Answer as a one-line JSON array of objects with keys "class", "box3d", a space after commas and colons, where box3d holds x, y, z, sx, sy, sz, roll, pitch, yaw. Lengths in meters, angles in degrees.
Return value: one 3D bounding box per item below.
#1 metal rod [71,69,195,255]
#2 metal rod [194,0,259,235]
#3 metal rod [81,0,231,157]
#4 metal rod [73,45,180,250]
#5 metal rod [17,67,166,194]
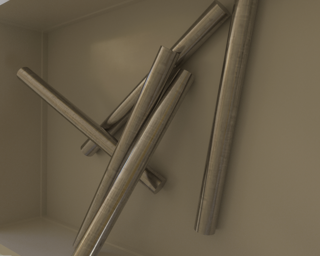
[{"class": "metal rod", "box3d": [-0.040, 0.063, 0.359, 0.025, 0.025, 0.299, 22, 78, 38]}, {"class": "metal rod", "box3d": [0.075, -0.026, 0.344, 0.025, 0.025, 0.298, 15, 99, 39]}, {"class": "metal rod", "box3d": [-0.024, -0.050, 0.426, 0.299, 0.025, 0.025, -42, 65, 31]}, {"class": "metal rod", "box3d": [-0.050, 0.038, 0.401, 0.025, 0.025, 0.298, 36, 108, 34]}, {"class": "metal rod", "box3d": [-0.112, -0.006, 0.460, 0.300, 0.025, 0.025, 37, 113, 20]}]
